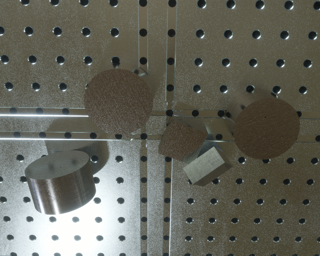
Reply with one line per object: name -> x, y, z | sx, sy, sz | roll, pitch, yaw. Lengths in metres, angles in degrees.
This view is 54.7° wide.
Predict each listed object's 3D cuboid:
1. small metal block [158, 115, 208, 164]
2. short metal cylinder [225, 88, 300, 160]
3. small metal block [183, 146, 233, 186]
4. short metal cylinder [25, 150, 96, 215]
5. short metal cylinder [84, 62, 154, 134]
small metal block -> 0.030, 0.016, 0.420 | 0.050, 0.025, 0.050 | 20, 109, -8
short metal cylinder -> 0.129, -0.006, 0.399 | 0.081, 0.050, 0.079 | 0, 110, 0
small metal block -> 0.066, 0.053, 0.418 | 0.050, 0.050, 0.025 | -37, 65, 12
short metal cylinder -> -0.129, 0.069, 0.408 | 0.080, 0.080, 0.050 | -6, 110, 2
short metal cylinder -> -0.048, -0.038, 0.385 | 0.081, 0.050, 0.079 | 0, 110, 0
